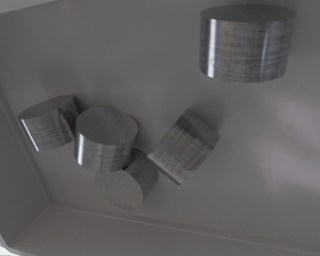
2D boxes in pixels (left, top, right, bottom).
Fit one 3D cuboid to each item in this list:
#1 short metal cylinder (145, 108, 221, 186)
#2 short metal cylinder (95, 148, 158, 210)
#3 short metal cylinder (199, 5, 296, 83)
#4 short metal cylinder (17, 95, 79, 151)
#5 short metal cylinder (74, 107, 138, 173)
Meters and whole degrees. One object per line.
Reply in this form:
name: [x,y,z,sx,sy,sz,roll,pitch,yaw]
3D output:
short metal cylinder: [0.027,0.022,0.372,0.050,0.080,0.080,40,129,1]
short metal cylinder: [-0.050,0.076,0.466,0.080,0.050,0.079,13,124,21]
short metal cylinder: [0.077,-0.080,0.283,0.080,0.080,0.050,11,123,22]
short metal cylinder: [-0.155,-0.009,0.450,0.080,0.080,0.050,-3,117,29]
short metal cylinder: [-0.074,0.015,0.422,0.080,0.080,0.050,25,127,12]
